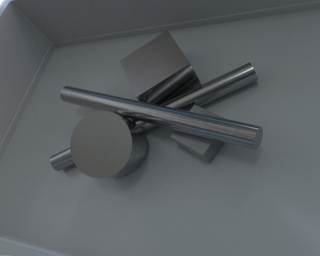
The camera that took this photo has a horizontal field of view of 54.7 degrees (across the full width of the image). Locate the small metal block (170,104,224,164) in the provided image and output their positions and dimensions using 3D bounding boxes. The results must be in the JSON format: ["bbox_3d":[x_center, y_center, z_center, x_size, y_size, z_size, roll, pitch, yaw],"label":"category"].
[{"bbox_3d":[0.050,0.006,0.370,0.050,0.025,0.050,30,78,37],"label":"small metal block"}]

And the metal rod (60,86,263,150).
[{"bbox_3d":[-0.022,-0.021,0.395,0.300,0.025,0.025,15,69,33],"label":"metal rod"}]

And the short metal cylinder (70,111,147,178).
[{"bbox_3d":[-0.063,0.022,0.388,0.080,0.050,0.080,-2,83,16],"label":"short metal cylinder"}]

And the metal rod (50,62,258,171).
[{"bbox_3d":[-0.017,-0.010,0.417,0.301,0.025,0.025,-24,53,12],"label":"metal rod"}]

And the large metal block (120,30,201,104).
[{"bbox_3d":[0.000,-0.076,0.432,0.080,0.050,0.080,-31,52,8],"label":"large metal block"}]
